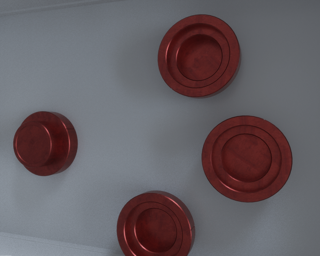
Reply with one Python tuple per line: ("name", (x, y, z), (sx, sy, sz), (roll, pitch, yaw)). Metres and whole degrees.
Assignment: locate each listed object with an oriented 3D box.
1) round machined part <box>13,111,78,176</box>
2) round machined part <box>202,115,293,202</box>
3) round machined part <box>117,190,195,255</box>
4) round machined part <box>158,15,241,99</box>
("round machined part", (-0.177, 0.023, 0.462), (0.098, 0.042, 0.097), (0, 90, 19))
("round machined part", (0.102, 0.034, 0.365), (0.098, 0.042, 0.097), (0, 90, 19))
("round machined part", (-0.002, 0.130, 0.400), (0.098, 0.042, 0.097), (-1, 87, 19))
("round machined part", (0.050, -0.085, 0.383), (0.098, 0.042, 0.097), (0, 90, 19))
